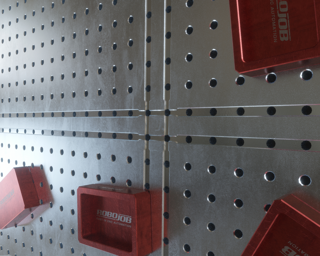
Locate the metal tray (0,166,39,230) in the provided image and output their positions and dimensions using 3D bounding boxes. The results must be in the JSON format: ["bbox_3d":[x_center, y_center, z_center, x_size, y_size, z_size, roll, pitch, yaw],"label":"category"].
[{"bbox_3d":[-0.310,0.149,0.658,0.130,0.030,0.090,-38,67,33],"label":"metal tray"}]

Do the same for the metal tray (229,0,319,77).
[{"bbox_3d":[0.117,-0.124,0.308,0.090,0.030,0.129,-7,86,39],"label":"metal tray"}]

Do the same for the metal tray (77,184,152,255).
[{"bbox_3d":[-0.072,0.135,0.462,0.130,0.030,0.089,-3,88,39],"label":"metal tray"}]

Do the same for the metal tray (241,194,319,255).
[{"bbox_3d":[0.148,0.135,0.283,0.130,0.030,0.089,35,112,34],"label":"metal tray"}]
